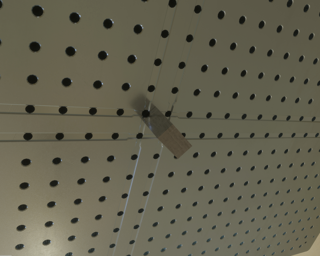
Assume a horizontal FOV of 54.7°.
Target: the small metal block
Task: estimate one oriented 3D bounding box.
[{"bbox_3d":[0.009,0.006,0.405,0.025,0.050,0.050,-43,130,1],"label":"small metal block"}]
